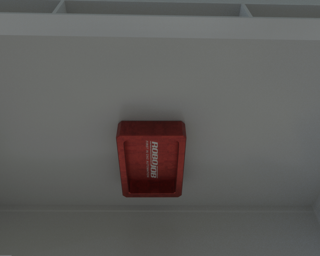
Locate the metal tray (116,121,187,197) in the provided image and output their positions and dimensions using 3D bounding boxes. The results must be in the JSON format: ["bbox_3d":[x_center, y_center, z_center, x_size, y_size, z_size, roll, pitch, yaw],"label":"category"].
[{"bbox_3d":[-0.012,0.049,0.447,0.091,0.030,0.129,0,130,-1],"label":"metal tray"}]
